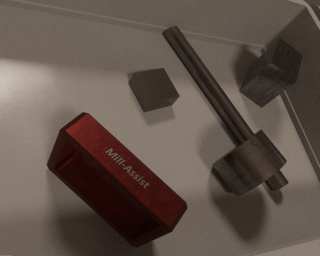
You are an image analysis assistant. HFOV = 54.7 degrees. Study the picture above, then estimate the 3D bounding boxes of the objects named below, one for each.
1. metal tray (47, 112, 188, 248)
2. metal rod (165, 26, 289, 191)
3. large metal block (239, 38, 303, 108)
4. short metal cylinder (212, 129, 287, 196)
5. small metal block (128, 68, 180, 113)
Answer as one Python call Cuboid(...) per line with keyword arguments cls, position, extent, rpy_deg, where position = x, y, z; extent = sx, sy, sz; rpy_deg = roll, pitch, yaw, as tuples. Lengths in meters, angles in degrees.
Cuboid(cls="metal tray", position=(-0.047, 0.056, 0.305), extent=(0.130, 0.090, 0.030), rpy_deg=(42, 51, 0))
Cuboid(cls="metal rod", position=(0.098, -0.038, 0.483), extent=(0.025, 0.025, 0.299), rpy_deg=(-23, 74, -37))
Cuboid(cls="large metal block", position=(0.191, -0.094, 0.533), extent=(0.050, 0.080, 0.080), rpy_deg=(36, 51, -5))
Cuboid(cls="short metal cylinder", position=(0.116, 0.045, 0.407), extent=(0.081, 0.080, 0.050), rpy_deg=(-29, 78, -38))
Cuboid(cls="small metal block", position=(-0.008, -0.054, 0.436), extent=(0.050, 0.025, 0.050), rpy_deg=(-17, 71, -35))
